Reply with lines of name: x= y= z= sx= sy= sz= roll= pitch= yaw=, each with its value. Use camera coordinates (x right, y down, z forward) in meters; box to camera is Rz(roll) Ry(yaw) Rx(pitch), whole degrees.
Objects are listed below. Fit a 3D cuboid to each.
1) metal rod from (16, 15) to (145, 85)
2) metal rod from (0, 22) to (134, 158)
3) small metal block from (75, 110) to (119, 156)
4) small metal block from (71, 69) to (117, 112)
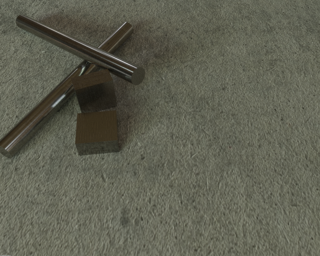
metal rod: x=-0.139 y=-0.131 z=0.484 sx=0.300 sy=0.025 sz=0.025 roll=30 pitch=55 yaw=32
metal rod: x=-0.124 y=-0.074 z=0.463 sx=0.025 sy=0.025 sz=0.301 roll=21 pitch=53 yaw=16
small metal block: x=-0.079 y=0.006 z=0.397 sx=0.050 sy=0.025 sz=0.050 roll=-5 pitch=50 yaw=-5
small metal block: x=-0.090 y=-0.049 z=0.427 sx=0.050 sy=0.050 sz=0.025 roll=-18 pitch=53 yaw=-15
